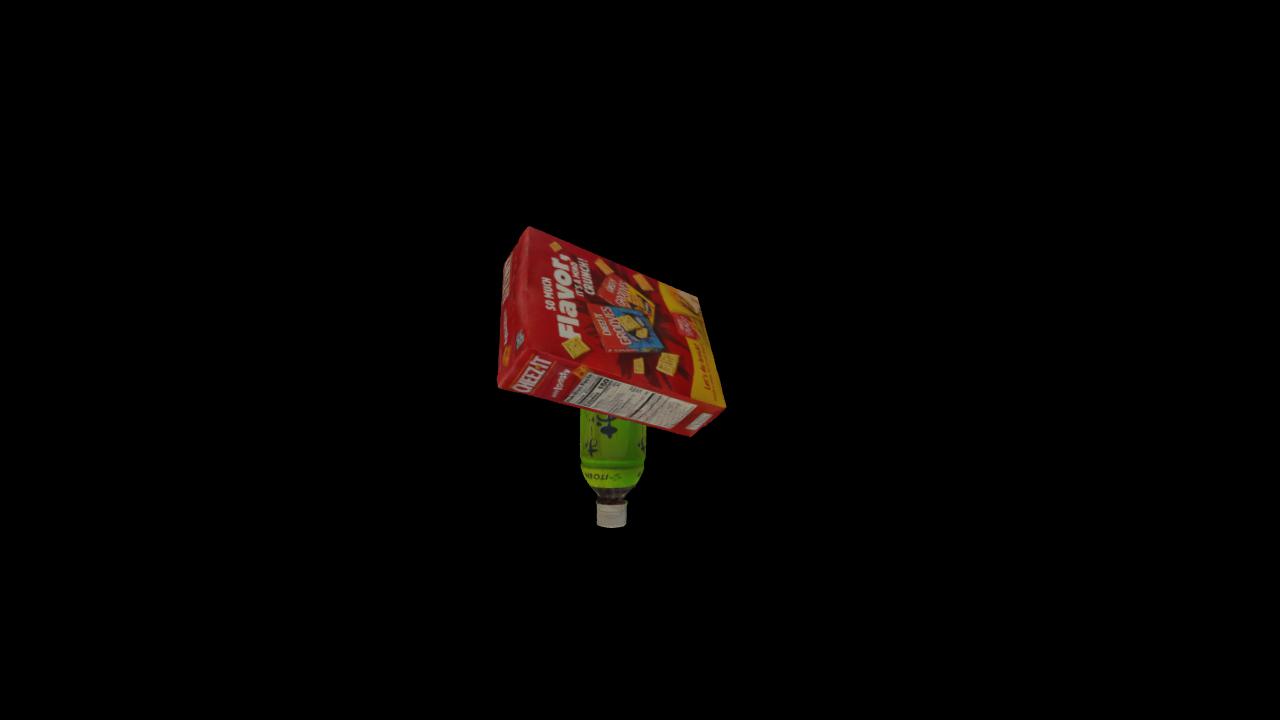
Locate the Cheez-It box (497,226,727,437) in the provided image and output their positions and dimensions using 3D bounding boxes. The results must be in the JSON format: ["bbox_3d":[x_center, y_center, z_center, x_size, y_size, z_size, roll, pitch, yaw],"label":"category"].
[{"bbox_3d":[-0.029,-0.025,0.632,0.223,0.166,0.071,18,-47,-29],"label":"Cheez-It box"}]

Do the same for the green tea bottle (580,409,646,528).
[{"bbox_3d":[-0.028,0.066,0.643,0.073,0.212,0.073,1,-1,0],"label":"green tea bottle"}]
